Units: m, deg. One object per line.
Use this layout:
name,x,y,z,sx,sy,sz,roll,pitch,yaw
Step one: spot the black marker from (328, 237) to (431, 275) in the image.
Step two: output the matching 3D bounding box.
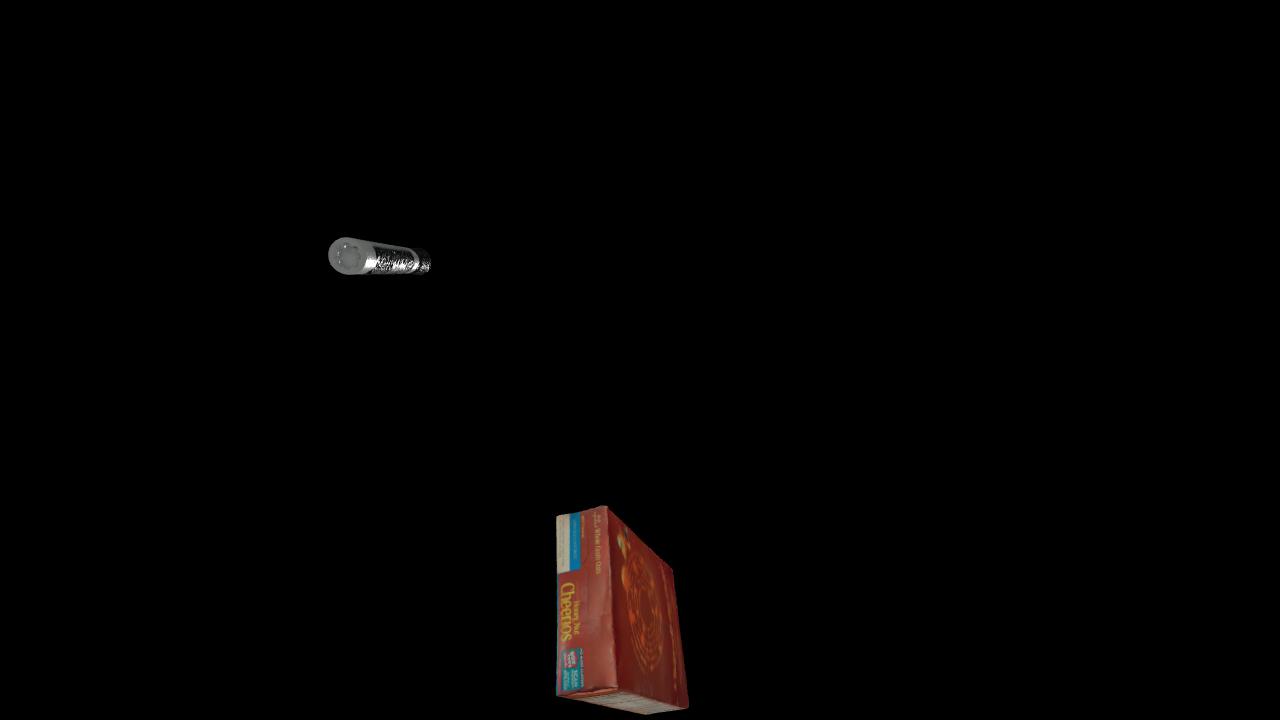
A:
black marker,-0.150,-0.060,0.368,0.020,0.020,0.121,0,8,-2

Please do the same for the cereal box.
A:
cereal box,-0.019,0.342,0.812,0.081,0.203,0.306,-15,-35,12
